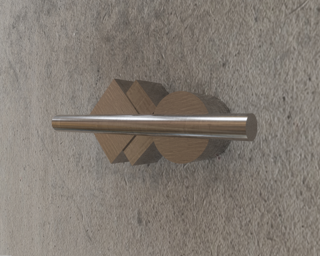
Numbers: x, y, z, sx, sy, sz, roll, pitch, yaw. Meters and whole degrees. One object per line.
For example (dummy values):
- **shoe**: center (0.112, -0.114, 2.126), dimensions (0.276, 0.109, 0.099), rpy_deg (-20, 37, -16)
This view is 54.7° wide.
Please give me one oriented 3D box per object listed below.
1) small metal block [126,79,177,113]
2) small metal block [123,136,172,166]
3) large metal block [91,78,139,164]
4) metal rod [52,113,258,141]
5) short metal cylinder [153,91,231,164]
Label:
- **small metal block**: center (-0.008, -0.033, 0.397), dimensions (0.025, 0.050, 0.050), rpy_deg (-50, 61, 28)
- **small metal block**: center (-0.011, 0.021, 0.401), dimensions (0.050, 0.050, 0.025), rpy_deg (-50, 61, 28)
- **large metal block**: center (-0.046, -0.009, 0.426), dimensions (0.080, 0.050, 0.080), rpy_deg (-49, 61, 28)
- **metal rod**: center (-0.035, -0.004, 0.367), dimensions (0.300, 0.025, 0.025), rpy_deg (2, 91, 40)
- **short metal cylinder**: center (0.037, -0.001, 0.359), dimensions (0.080, 0.050, 0.080), rpy_deg (0, 90, 40)
